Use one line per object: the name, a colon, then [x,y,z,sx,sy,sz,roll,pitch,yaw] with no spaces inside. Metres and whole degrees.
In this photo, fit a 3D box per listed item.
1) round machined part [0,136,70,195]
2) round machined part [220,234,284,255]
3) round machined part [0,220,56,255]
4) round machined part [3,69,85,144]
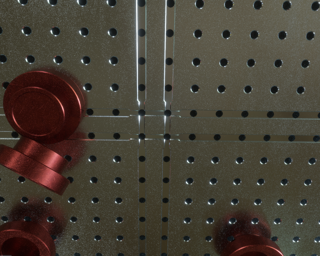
round machined part: [-0.160,0.046,0.400,0.098,0.098,0.042,32,70,-12]
round machined part: [0.141,0.207,0.483,0.099,0.042,0.097,0,110,-1]
round machined part: [-0.207,0.180,0.468,0.099,0.042,0.097,0,110,-1]
round machined part: [-0.150,-0.024,0.394,0.099,0.042,0.097,0,110,-1]
